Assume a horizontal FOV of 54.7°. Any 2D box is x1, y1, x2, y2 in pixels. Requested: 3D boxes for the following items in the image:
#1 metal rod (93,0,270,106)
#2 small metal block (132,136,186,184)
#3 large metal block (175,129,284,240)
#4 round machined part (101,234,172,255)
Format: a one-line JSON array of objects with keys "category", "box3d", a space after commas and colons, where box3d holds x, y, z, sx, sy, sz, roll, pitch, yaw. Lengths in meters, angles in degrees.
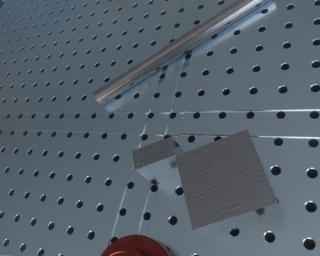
[{"category": "metal rod", "box3d": [0.030, -0.123, 0.467, 0.300, 0.025, 0.025, -31, 52, 8]}, {"category": "small metal block", "box3d": [0.003, 0.040, 0.367, 0.050, 0.050, 0.025, -22, 54, 15]}, {"category": "large metal block", "box3d": [0.070, 0.059, 0.319, 0.080, 0.050, 0.080, -23, 53, 14]}, {"category": "round machined part", "box3d": [-0.031, 0.159, 0.316, 0.098, 0.042, 0.098, -13, 56, 21]}]
